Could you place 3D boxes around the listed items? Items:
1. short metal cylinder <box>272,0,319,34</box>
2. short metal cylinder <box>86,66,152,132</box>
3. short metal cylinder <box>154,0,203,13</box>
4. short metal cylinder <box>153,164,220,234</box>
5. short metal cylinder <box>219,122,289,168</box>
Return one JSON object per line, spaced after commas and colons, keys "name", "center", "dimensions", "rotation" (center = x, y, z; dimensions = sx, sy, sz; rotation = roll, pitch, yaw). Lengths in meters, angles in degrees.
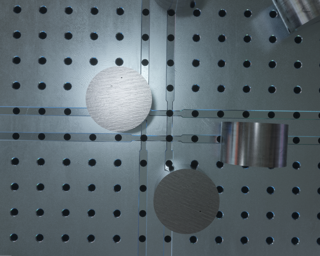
{"name": "short metal cylinder", "center": [0.190, -0.160, 0.387], "dimensions": [0.080, 0.080, 0.050], "rotation": [-26, 90, 0]}
{"name": "short metal cylinder", "center": [-0.050, -0.035, 0.400], "dimensions": [0.081, 0.050, 0.079], "rotation": [0, 90, 0]}
{"name": "short metal cylinder", "center": [0.025, -0.198, 0.401], "dimensions": [0.081, 0.050, 0.079], "rotation": [0, 90, 0]}
{"name": "short metal cylinder", "center": [0.032, 0.089, 0.401], "dimensions": [0.081, 0.050, 0.079], "rotation": [0, 90, 0]}
{"name": "short metal cylinder", "center": [0.116, 0.019, 0.387], "dimensions": [0.081, 0.080, 0.050], "rotation": [3, 90, 0]}
